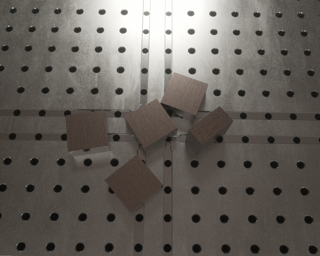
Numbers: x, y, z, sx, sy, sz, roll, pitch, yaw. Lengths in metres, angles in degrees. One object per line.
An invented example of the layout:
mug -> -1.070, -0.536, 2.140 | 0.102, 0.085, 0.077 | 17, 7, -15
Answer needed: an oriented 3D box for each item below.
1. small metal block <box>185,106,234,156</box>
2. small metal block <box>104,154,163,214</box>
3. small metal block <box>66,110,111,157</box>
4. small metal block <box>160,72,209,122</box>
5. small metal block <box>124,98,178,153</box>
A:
small metal block -> 0.062, 0.005, 0.398 | 0.050, 0.050, 0.025 | -36, 74, -12
small metal block -> -0.032, 0.070, 0.386 | 0.050, 0.025, 0.050 | -38, 75, -13
small metal block -> -0.094, 0.007, 0.408 | 0.050, 0.025, 0.050 | -9, 70, -4
small metal block -> 0.033, -0.043, 0.428 | 0.050, 0.025, 0.050 | 21, 71, 7
small metal block -> -0.012, -0.003, 0.413 | 0.050, 0.025, 0.050 | -31, 73, -11
